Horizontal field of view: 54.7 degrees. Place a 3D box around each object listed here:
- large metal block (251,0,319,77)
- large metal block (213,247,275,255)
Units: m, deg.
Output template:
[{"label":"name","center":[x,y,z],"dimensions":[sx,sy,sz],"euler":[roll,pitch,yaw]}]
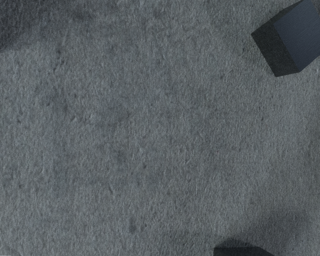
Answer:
[{"label":"large metal block","center":[0.201,-0.136,0.472],"dimensions":[0.080,0.050,0.080],"euler":[-39,103,-16]},{"label":"large metal block","center":[0.121,0.220,0.443],"dimensions":[0.081,0.050,0.080],"euler":[7,88,-20]}]
